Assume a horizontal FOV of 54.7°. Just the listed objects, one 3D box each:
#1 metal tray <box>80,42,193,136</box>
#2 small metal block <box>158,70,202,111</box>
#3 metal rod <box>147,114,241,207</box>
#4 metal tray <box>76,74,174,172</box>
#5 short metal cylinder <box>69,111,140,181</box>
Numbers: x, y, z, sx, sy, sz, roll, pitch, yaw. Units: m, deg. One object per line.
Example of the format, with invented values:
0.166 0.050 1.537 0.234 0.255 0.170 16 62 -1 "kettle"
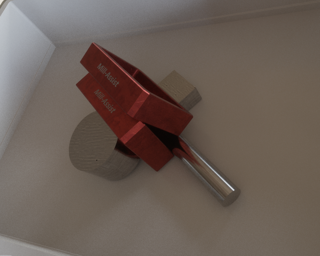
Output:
-0.030 -0.048 0.373 0.030 0.090 0.130 -54 50 12 "metal tray"
0.019 -0.043 0.419 0.050 0.025 0.050 -42 51 -1 "small metal block"
-0.008 -0.011 0.415 0.025 0.025 0.300 -43 51 -2 "metal rod"
-0.045 -0.011 0.391 0.030 0.090 0.130 -43 51 -1 "metal tray"
-0.070 0.023 0.401 0.080 0.050 0.080 -14 61 28 "short metal cylinder"
